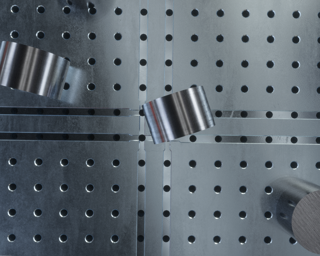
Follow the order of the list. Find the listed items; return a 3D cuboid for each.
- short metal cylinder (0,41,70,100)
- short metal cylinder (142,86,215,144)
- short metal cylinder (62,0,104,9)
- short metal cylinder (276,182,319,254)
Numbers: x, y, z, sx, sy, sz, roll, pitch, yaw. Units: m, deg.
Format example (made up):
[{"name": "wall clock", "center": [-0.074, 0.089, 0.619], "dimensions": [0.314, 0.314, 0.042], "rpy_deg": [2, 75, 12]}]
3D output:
[{"name": "short metal cylinder", "center": [-0.158, -0.069, 0.384], "dimensions": [0.080, 0.080, 0.050], "rpy_deg": [14, 90, -1]}, {"name": "short metal cylinder", "center": [0.023, -0.016, 0.386], "dimensions": [0.080, 0.080, 0.050], "rpy_deg": [-18, 90, 0]}, {"name": "short metal cylinder", "center": [-0.106, -0.203, 0.399], "dimensions": [0.081, 0.050, 0.079], "rpy_deg": [0, 90, -1]}, {"name": "short metal cylinder", "center": [0.201, 0.115, 0.404], "dimensions": [0.081, 0.050, 0.079], "rpy_deg": [0, 90, -1]}]
